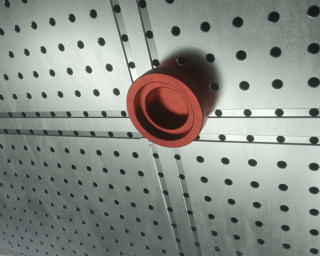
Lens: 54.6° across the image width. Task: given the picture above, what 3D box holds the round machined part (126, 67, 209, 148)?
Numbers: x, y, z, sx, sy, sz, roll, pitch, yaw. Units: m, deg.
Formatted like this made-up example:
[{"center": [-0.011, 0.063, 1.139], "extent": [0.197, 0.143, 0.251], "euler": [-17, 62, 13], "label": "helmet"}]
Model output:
[{"center": [0.012, -0.028, 0.377], "extent": [0.098, 0.042, 0.097], "euler": [13, 124, 21], "label": "round machined part"}]
